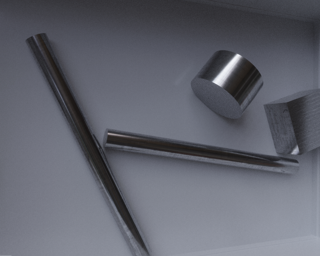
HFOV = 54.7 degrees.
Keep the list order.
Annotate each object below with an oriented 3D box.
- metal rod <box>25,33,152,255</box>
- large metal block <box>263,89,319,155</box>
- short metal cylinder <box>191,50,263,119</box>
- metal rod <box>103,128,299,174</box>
[{"bbox_3d":[-0.083,0.030,0.380,0.025,0.025,0.299,-27,99,-18],"label":"metal rod"},{"bbox_3d":[0.219,-0.011,0.480,0.081,0.050,0.080,-19,97,-19],"label":"large metal block"},{"bbox_3d":[0.089,-0.057,0.415,0.080,0.080,0.050,42,77,-16],"label":"short metal cylinder"},{"bbox_3d":[0.072,0.037,0.438,0.302,0.025,0.025,10,87,-20],"label":"metal rod"}]
